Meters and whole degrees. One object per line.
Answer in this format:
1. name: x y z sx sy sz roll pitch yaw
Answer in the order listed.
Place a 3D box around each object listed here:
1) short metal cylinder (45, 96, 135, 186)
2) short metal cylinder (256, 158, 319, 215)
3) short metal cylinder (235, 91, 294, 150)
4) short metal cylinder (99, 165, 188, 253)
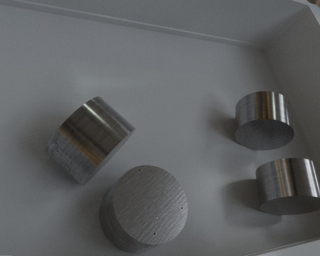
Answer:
1. short metal cylinder: -0.071 0.013 0.324 0.050 0.080 0.080 42 51 0
2. short metal cylinder: 0.173 0.080 0.414 0.081 0.080 0.050 15 56 -20
3. short metal cylinder: 0.153 -0.009 0.458 0.080 0.080 0.050 21 54 -16
4. short metal cylinder: -0.018 0.086 0.327 0.081 0.050 0.080 14 56 -21
